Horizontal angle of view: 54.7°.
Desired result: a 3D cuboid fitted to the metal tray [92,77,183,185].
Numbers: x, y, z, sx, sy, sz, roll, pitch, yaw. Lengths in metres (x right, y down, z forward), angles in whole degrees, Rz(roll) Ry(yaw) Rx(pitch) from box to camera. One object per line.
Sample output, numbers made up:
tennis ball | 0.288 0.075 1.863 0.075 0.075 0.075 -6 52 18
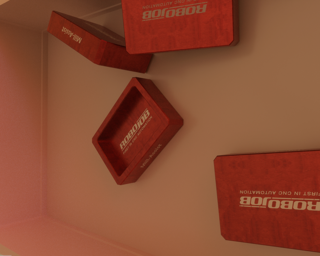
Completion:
metal tray | -0.037 0.006 0.433 0.129 0.030 0.090 -52 60 27

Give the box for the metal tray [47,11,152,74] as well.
metal tray | -0.085 -0.121 0.434 0.130 0.091 0.030 37 113 34

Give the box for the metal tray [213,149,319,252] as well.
metal tray | 0.121 0.068 0.304 0.130 0.030 0.089 -8 85 39

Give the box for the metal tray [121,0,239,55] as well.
metal tray | 0.021 -0.134 0.354 0.130 0.030 0.089 1 103 24
